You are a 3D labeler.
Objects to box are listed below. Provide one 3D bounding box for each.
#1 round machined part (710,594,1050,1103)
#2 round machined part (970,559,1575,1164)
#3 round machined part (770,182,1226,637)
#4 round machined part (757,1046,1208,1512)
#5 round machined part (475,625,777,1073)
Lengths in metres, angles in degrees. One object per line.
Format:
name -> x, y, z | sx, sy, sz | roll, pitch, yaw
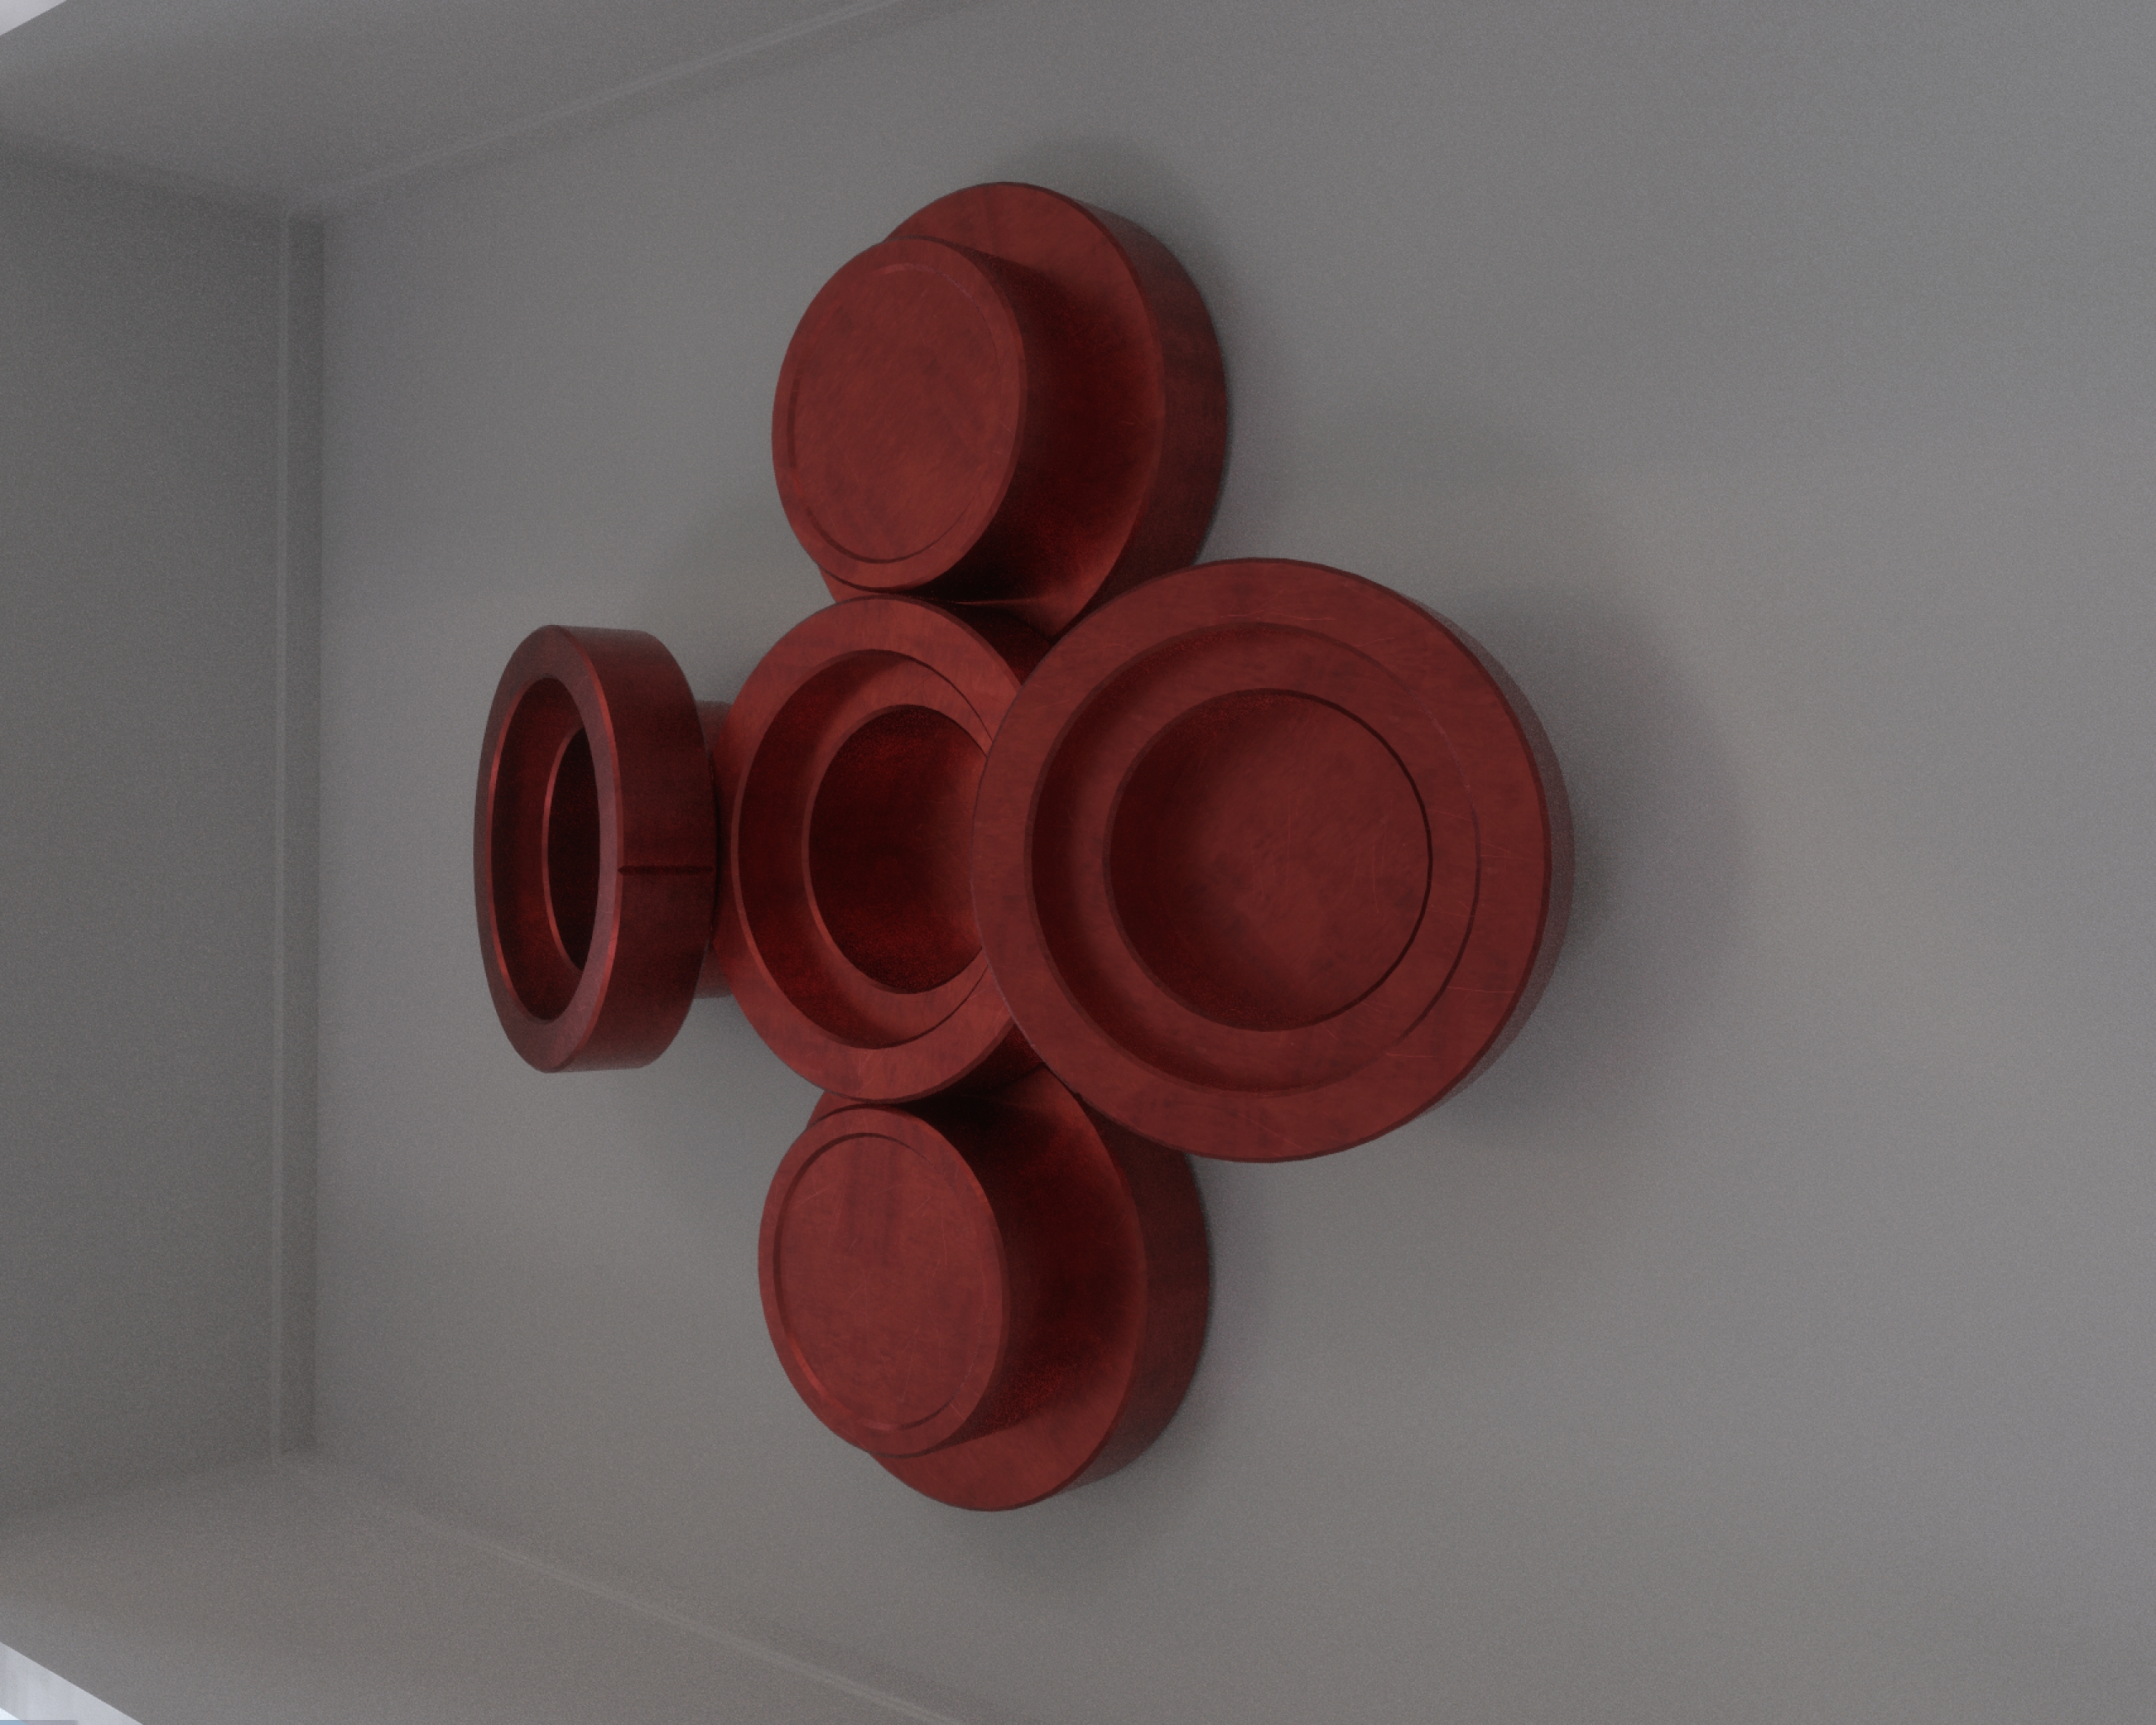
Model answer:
round machined part -> -0.027, -0.003, 0.415 | 0.098, 0.042, 0.097 | 0, 90, 40
round machined part -> 0.035, 0.000, 0.354 | 0.098, 0.042, 0.097 | 0, 90, 23
round machined part -> -0.023, -0.085, 0.412 | 0.098, 0.042, 0.097 | 0, 90, 40
round machined part -> -0.026, 0.080, 0.415 | 0.098, 0.042, 0.097 | 0, 90, 40
round machined part -> -0.099, -0.003, 0.465 | 0.098, 0.042, 0.097 | 0, 89, 57
